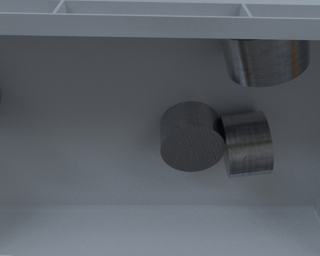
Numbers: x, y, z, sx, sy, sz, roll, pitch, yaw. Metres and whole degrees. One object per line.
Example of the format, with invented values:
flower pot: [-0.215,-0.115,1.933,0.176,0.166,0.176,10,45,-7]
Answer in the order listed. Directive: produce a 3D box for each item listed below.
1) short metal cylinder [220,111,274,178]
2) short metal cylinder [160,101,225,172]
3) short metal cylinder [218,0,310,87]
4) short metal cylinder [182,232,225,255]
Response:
short metal cylinder: [0.107,0.021,0.392,0.050,0.080,0.080,-8,130,6]
short metal cylinder: [0.041,0.012,0.404,0.081,0.050,0.079,0,130,0]
short metal cylinder: [0.102,-0.084,0.303,0.080,0.080,0.050,-14,129,11]
short metal cylinder: [0.085,0.248,0.608,0.081,0.050,0.079,0,130,0]
